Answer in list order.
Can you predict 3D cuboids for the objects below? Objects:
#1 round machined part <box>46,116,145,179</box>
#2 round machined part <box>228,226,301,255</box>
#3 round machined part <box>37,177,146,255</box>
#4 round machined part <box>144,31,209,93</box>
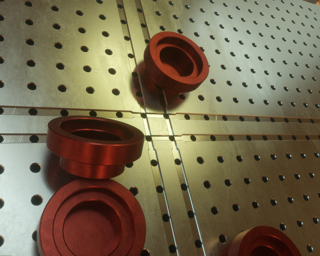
[{"bbox_3d":[-0.068,0.020,0.326,0.099,0.042,0.098,10,14,-2],"label":"round machined part"},{"bbox_3d":[0.119,0.167,0.358,0.099,0.042,0.098,13,56,-21],"label":"round machined part"},{"bbox_3d":[-0.067,0.100,0.300,0.099,0.042,0.098,13,56,-21],"label":"round machined part"},{"bbox_3d":[0.021,-0.093,0.465,0.099,0.042,0.098,13,56,-21],"label":"round machined part"}]
